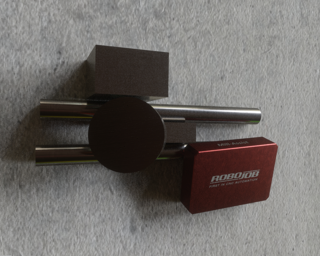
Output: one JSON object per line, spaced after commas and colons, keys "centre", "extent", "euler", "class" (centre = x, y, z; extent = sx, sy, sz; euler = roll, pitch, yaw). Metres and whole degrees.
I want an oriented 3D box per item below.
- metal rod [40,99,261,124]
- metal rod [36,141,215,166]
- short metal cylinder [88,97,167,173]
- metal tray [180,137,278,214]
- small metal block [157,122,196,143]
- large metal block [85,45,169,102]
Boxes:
{"centre": [0.003, -0.020, 0.412], "extent": [0.303, 0.025, 0.025], "euler": [1, 90, -21], "class": "metal rod"}
{"centre": [-0.002, 0.031, 0.411], "extent": [0.303, 0.025, 0.025], "euler": [0, 90, -21], "class": "metal rod"}
{"centre": [-0.034, 0.008, 0.347], "extent": [0.080, 0.050, 0.079], "euler": [0, 88, 3], "class": "short metal cylinder"}
{"centre": [0.096, 0.063, 0.430], "extent": [0.131, 0.030, 0.089], "euler": [-4, 109, -22], "class": "metal tray"}
{"centre": [0.013, 0.005, 0.402], "extent": [0.050, 0.050, 0.025], "euler": [1, 90, -20], "class": "small metal block"}
{"centre": [-0.042, -0.060, 0.367], "extent": [0.081, 0.080, 0.050], "euler": [1, 90, -20], "class": "large metal block"}
